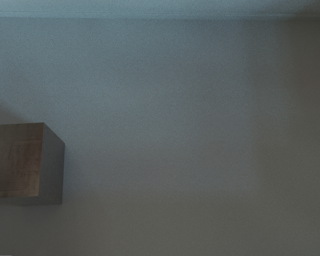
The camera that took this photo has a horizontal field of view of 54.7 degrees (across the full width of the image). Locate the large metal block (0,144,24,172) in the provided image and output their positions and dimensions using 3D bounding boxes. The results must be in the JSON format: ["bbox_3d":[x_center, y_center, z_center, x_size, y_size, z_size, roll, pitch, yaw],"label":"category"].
[{"bbox_3d":[-0.221,0.040,0.364,0.050,0.080,0.080,35,74,12],"label":"large metal block"}]

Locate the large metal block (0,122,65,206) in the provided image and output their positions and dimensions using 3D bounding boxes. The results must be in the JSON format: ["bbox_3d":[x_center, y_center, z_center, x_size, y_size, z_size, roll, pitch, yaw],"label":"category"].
[{"bbox_3d":[-0.150,0.046,0.362,0.050,0.080,0.080,-3,70,-1],"label":"large metal block"}]
